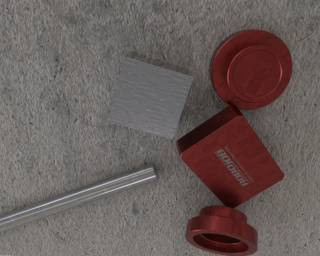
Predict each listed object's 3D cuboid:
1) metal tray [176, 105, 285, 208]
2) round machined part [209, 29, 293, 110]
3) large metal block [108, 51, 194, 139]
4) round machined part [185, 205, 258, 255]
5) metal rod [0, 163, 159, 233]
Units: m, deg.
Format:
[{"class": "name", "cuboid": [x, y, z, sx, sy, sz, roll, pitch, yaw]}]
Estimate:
[{"class": "metal tray", "cuboid": [0.094, 0.043, 0.408, 0.090, 0.030, 0.130, -35, 120, 12]}, {"class": "round machined part", "cuboid": [0.112, -0.068, 0.377, 0.099, 0.042, 0.097, 0, 110, 0]}, {"class": "large metal block", "cuboid": [-0.012, -0.041, 0.381, 0.080, 0.050, 0.079, 15, 109, -6]}, {"class": "round machined part", "cuboid": [0.087, 0.143, 0.438, 0.098, 0.042, 0.097, 10, 144, 8]}, {"class": "metal rod", "cuboid": [-0.147, 0.110, 0.448, 0.301, 0.025, 0.025, -20, 109, 6]}]
